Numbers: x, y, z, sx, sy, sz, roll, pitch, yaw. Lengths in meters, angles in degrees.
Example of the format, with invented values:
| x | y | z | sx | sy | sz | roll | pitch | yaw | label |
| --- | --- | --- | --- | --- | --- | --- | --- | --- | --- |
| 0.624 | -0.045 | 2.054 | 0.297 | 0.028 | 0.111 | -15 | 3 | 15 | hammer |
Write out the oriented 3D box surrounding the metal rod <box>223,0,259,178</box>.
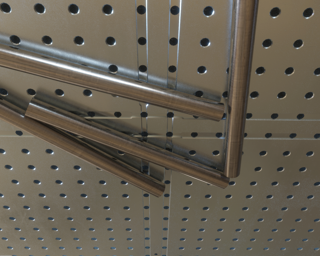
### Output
| x | y | z | sx | sy | sz | roll | pitch | yaw | label |
| --- | --- | --- | --- | --- | --- | --- | --- | --- | --- |
| 0.094 | -0.047 | 0.371 | 0.025 | 0.025 | 0.298 | -4 | 130 | 3 | metal rod |

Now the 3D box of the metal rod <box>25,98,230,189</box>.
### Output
| x | y | z | sx | sy | sz | roll | pitch | yaw | label |
| --- | --- | --- | --- | --- | --- | --- | --- | --- | --- |
| -0.031 | 0.028 | 0.434 | 0.302 | 0.025 | 0.025 | 23 | 127 | -18 | metal rod |

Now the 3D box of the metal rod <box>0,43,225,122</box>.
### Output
| x | y | z | sx | sy | sz | roll | pitch | yaw | label |
| --- | --- | --- | --- | --- | --- | --- | --- | --- | --- |
| -0.067 | -0.054 | 0.364 | 0.302 | 0.025 | 0.025 | 13 | 129 | -12 | metal rod |

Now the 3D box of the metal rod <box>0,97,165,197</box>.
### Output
| x | y | z | sx | sy | sz | roll | pitch | yaw | label |
| --- | --- | --- | --- | --- | --- | --- | --- | --- | --- |
| -0.116 | 0.027 | 0.433 | 0.301 | 0.025 | 0.025 | 32 | 123 | -24 | metal rod |
